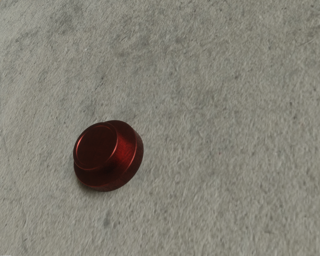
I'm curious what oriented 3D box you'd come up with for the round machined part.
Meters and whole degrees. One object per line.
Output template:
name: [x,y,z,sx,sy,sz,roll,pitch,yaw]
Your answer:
round machined part: [-0.075,0.031,0.412,0.098,0.042,0.098,-13,56,20]
